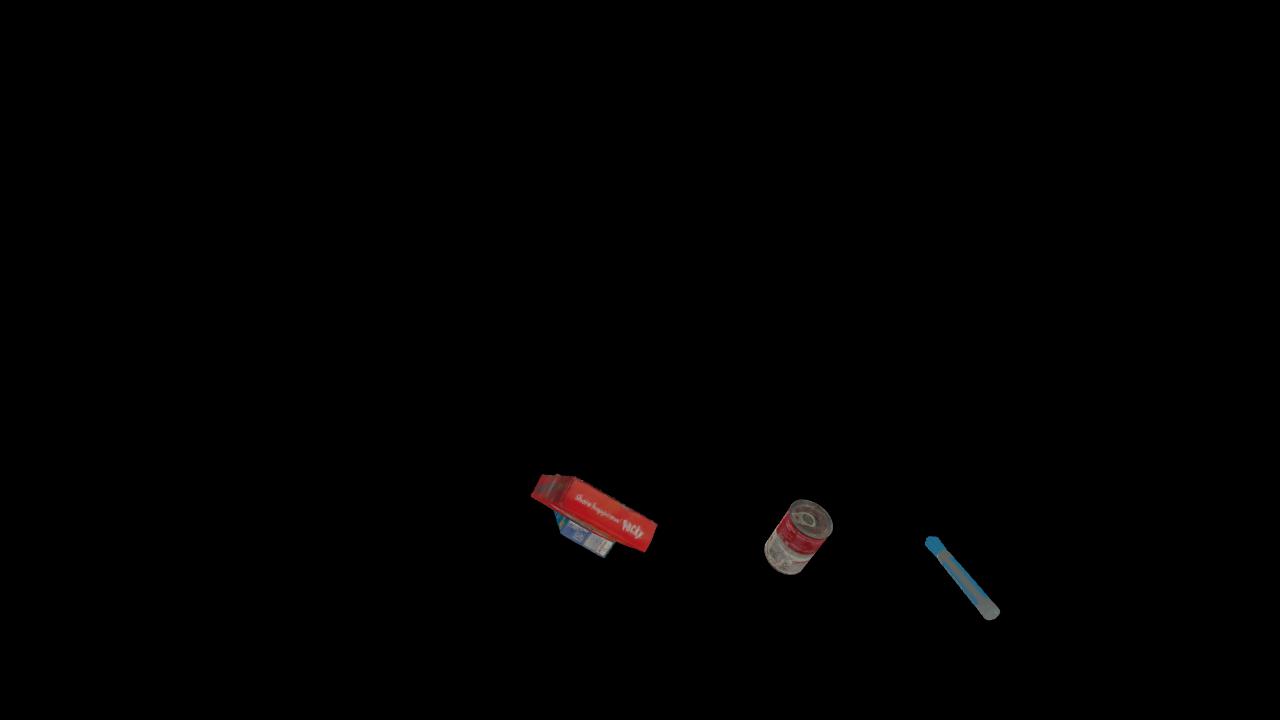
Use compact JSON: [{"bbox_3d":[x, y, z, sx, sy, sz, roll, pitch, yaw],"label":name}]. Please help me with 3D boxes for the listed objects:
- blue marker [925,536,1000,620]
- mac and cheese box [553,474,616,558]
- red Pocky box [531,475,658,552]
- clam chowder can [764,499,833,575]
[{"bbox_3d":[0.378,0.253,0.729,0.020,0.020,0.121,0,26,-10],"label":"blue marker"},{"bbox_3d":[-0.106,0.265,1.065,0.093,0.041,0.184,35,1,-20],"label":"mac and cheese box"},{"bbox_3d":[-0.048,0.134,0.552,0.083,0.028,0.155,33,-18,-10],"label":"red Pocky box"},{"bbox_3d":[0.236,0.267,0.923,0.068,0.102,0.068,12,38,-9],"label":"clam chowder can"}]
